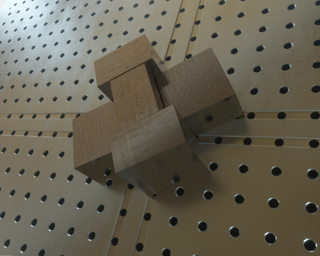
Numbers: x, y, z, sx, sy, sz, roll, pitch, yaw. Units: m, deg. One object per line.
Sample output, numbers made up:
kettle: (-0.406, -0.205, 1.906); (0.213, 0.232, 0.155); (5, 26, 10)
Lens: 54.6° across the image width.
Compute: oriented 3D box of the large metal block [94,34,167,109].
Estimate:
large metal block: (-0.033, -0.070, 0.433); (0.080, 0.080, 0.050); (-25, 52, 13)

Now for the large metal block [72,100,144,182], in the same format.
large metal block: (-0.069, 0.016, 0.421); (0.080, 0.050, 0.080); (-24, 53, 14)

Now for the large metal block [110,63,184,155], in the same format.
large metal block: (-0.016, -0.020, 0.394); (0.050, 0.080, 0.080); (-26, 53, 13)

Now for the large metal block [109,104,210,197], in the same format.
large metal block: (0.001, 0.029, 0.355); (0.080, 0.080, 0.050); (-25, 53, 12)

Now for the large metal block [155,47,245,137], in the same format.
large metal block: (0.049, -0.042, 0.392); (0.080, 0.050, 0.080); (-26, 55, 12)
